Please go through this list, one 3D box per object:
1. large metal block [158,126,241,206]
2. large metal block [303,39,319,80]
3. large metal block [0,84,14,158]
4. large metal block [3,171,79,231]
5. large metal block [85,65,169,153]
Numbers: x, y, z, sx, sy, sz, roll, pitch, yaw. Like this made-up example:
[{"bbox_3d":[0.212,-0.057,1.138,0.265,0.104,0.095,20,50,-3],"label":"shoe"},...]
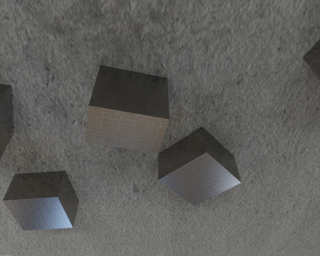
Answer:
[{"bbox_3d":[0.054,0.057,0.440,0.080,0.050,0.080,-34,123,25],"label":"large metal block"},{"bbox_3d":[0.219,-0.078,0.328,0.080,0.050,0.079,21,127,-18],"label":"large metal block"},{"bbox_3d":[-0.230,-0.014,0.376,0.081,0.050,0.079,11,129,-10],"label":"large metal block"},{"bbox_3d":[-0.182,0.115,0.486,0.080,0.050,0.080,-4,130,3],"label":"large metal block"},{"bbox_3d":[-0.035,-0.023,0.351,0.081,0.080,0.050,10,129,-9],"label":"large metal block"}]
